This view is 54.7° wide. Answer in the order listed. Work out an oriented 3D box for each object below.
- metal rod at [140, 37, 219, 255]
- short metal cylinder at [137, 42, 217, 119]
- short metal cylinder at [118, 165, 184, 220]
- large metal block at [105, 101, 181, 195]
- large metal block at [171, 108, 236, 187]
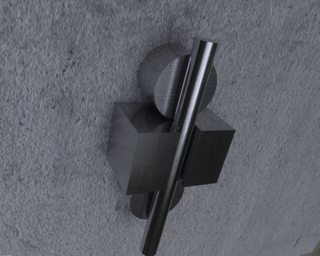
[{"bbox_3d":[0.016,0.041,0.377,0.025,0.025,0.298,-1,119,-28],"label":"metal rod"},{"bbox_3d":[0.020,-0.056,0.368,0.081,0.050,0.079,-14,124,-21],"label":"short metal cylinder"},{"bbox_3d":[-0.013,0.081,0.436,0.081,0.050,0.079,-14,124,-21],"label":"short metal cylinder"},{"bbox_3d":[-0.024,0.021,0.372,0.050,0.080,0.079,-1,119,-28],"label":"large metal block"},{"bbox_3d":[0.044,0.019,0.408,0.050,0.080,0.079,-1,119,-28],"label":"large metal block"}]
